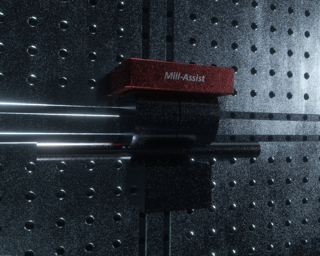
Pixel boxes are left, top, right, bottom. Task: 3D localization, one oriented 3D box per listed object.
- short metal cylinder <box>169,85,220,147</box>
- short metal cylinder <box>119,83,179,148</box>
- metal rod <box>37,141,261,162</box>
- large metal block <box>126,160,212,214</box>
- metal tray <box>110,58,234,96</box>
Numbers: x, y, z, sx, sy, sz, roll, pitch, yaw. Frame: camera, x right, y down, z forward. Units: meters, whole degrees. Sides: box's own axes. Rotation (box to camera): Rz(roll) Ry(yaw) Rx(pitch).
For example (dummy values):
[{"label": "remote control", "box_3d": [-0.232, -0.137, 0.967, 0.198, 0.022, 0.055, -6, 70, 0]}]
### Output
[{"label": "short metal cylinder", "box_3d": [0.033, -0.016, 0.393, 0.050, 0.080, 0.079, 2, 90, -20]}, {"label": "short metal cylinder", "box_3d": [-0.016, -0.016, 0.375, 0.050, 0.080, 0.079, 1, 90, -20]}, {"label": "metal rod", "box_3d": [0.000, 0.029, 0.409, 0.303, 0.025, 0.025, 1, 90, -20]}, {"label": "large metal block", "box_3d": [0.008, 0.067, 0.382, 0.081, 0.080, 0.050, 1, 90, -20]}, {"label": "metal tray", "box_3d": [0.012, -0.056, 0.378, 0.131, 0.090, 0.030, 1, 90, -20]}]
